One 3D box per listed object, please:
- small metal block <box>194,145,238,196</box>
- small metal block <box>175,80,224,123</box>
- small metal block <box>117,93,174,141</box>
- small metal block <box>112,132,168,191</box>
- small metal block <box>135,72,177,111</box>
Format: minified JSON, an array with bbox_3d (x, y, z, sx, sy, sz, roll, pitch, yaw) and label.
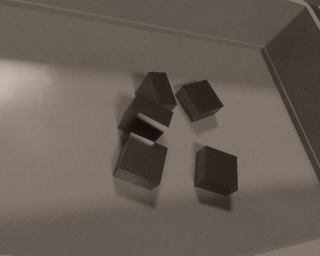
[{"bbox_3d":[0.075,0.057,0.413,0.050,0.025,0.050,20,54,-17],"label":"small metal block"},{"bbox_3d":[0.059,-0.041,0.465,0.050,0.025,0.050,-19,72,-36],"label":"small metal block"},{"bbox_3d":[-0.019,-0.010,0.387,0.050,0.050,0.025,28,53,-12],"label":"small metal block"},{"bbox_3d":[-0.023,0.040,0.370,0.050,0.025,0.050,24,53,-14],"label":"small metal block"},{"bbox_3d":[-0.007,-0.039,0.411,0.025,0.050,0.050,-4,64,-31],"label":"small metal block"}]
